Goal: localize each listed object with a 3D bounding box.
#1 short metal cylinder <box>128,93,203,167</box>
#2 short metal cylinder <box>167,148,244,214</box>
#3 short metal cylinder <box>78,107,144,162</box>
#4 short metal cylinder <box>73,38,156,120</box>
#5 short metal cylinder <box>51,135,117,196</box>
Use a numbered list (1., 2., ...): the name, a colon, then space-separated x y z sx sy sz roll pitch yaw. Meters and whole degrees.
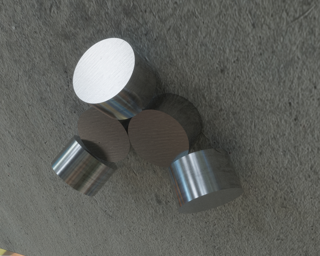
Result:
1. short metal cylinder: 0.007 0.002 0.389 0.080 0.050 0.079 13 124 21
2. short metal cylinder: 0.054 0.066 0.377 0.080 0.081 0.050 -43 52 39
3. short metal cylinder: -0.064 0.000 0.425 0.080 0.050 0.079 13 124 21
4. short metal cylinder: -0.052 -0.055 0.358 0.080 0.080 0.050 2 162 27
5. short metal cylinder: -0.110 0.055 0.457 0.080 0.080 0.050 39 89 1
